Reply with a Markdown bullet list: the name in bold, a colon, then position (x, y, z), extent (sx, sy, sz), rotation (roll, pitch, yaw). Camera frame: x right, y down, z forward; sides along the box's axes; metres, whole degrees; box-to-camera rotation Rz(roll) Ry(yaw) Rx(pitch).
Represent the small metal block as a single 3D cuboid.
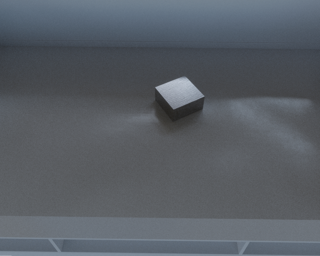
- **small metal block**: position (0.027, -0.042, 0.441), extent (0.050, 0.025, 0.050), rotation (-24, 54, -19)
